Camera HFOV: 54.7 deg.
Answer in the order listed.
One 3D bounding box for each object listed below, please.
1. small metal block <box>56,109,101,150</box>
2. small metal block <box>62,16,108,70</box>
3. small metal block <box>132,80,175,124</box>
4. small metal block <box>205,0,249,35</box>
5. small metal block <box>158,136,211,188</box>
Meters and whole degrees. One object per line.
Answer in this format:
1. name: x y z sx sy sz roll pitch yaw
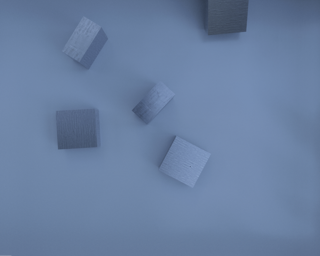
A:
1. small metal block: -0.107 0.001 0.410 0.050 0.025 0.050 -3 90 -1
2. small metal block: -0.095 -0.107 0.398 0.025 0.050 0.050 32 90 0
3. small metal block: -0.008 -0.031 0.399 0.025 0.050 0.050 43 90 -1
4. small metal block: 0.085 -0.151 0.401 0.050 0.025 0.050 -6 125 0
5. small metal block: 0.032 0.044 0.412 0.050 0.025 0.050 28 90 -1
